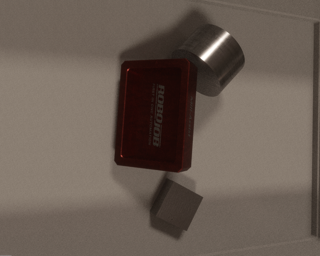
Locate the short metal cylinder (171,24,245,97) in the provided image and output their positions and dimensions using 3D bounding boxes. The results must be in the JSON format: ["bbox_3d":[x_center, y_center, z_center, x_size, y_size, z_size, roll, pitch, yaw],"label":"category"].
[{"bbox_3d":[0.062,-0.087,0.405,0.080,0.080,0.050,47,75,-15],"label":"short metal cylinder"}]

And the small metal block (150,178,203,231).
[{"bbox_3d":[0.023,0.103,0.420,0.050,0.025,0.050,31,80,-18],"label":"small metal block"}]

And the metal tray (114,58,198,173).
[{"bbox_3d":[-0.006,-0.016,0.377,0.030,0.090,0.129,7,87,-65],"label":"metal tray"}]
